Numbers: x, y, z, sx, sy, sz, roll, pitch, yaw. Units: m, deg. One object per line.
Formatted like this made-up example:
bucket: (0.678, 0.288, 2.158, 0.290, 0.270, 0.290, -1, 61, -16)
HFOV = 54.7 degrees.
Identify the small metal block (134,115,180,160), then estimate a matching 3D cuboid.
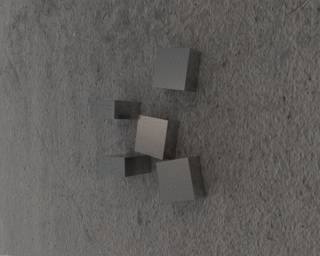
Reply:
small metal block: (-0.004, 0.011, 0.409, 0.050, 0.025, 0.050, 13, 98, 39)

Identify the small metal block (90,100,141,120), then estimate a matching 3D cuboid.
small metal block: (-0.063, -0.026, 0.441, 0.050, 0.050, 0.025, 3, 92, 40)

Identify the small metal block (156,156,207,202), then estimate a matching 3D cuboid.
small metal block: (0.026, 0.064, 0.384, 0.050, 0.025, 0.050, -15, 81, 39)

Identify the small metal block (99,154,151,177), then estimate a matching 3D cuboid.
small metal block: (-0.048, 0.051, 0.428, 0.050, 0.050, 0.025, -2, 89, 40)

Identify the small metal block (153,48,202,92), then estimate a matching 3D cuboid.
small metal block: (0.021, -0.073, 0.388, 0.050, 0.025, 0.050, 12, 98, 39)
